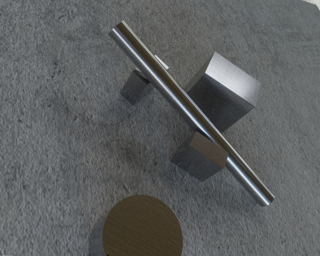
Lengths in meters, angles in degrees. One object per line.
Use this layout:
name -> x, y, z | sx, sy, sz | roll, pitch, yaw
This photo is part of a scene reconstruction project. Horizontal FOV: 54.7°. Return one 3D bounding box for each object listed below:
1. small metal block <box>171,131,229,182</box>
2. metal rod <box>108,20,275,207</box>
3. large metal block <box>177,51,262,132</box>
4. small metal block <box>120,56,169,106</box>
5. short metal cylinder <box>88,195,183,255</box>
small metal block -> 0.050, 0.037, 0.394 | 0.050, 0.050, 0.025 | 34, 51, -6
metal rod -> 0.048, -0.010, 0.394 | 0.300, 0.025, 0.025 | 48, 50, -12
large metal block -> 0.083, -0.048, 0.444 | 0.080, 0.080, 0.050 | 33, 51, -8
small metal block -> -0.021, -0.064, 0.417 | 0.025, 0.050, 0.050 | 44, 51, 1
short metal cylinder -> -0.025, 0.112, 0.307 | 0.081, 0.050, 0.080 | 14, 56, -21
